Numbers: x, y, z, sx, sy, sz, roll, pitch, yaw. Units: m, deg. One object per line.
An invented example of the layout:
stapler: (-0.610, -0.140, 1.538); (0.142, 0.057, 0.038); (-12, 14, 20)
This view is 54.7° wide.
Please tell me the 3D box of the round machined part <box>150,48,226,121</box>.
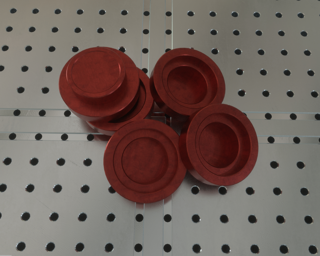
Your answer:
round machined part: (0.033, -0.054, 0.413); (0.099, 0.042, 0.098); (6, 70, -16)

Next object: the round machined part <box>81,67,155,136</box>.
round machined part: (-0.056, -0.035, 0.414); (0.099, 0.042, 0.098); (0, 70, -1)

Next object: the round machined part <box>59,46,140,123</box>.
round machined part: (-0.075, -0.059, 0.378); (0.099, 0.042, 0.098); (0, 70, -1)

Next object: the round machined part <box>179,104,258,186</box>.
round machined part: (0.068, 0.022, 0.383); (0.099, 0.042, 0.097); (3, 80, -21)

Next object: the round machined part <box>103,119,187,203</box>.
round machined part: (-0.019, 0.040, 0.379); (0.099, 0.042, 0.097); (1, 84, -10)
